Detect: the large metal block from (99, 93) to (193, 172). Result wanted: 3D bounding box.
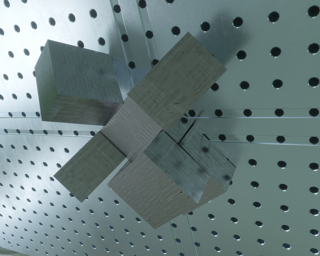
[{"bbox_3d":[-0.019,-0.001,0.405,0.080,0.050,0.080,44,129,-2],"label":"large metal block"}]

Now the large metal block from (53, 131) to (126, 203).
[{"bbox_3d":[-0.096,0.054,0.440,0.050,0.080,0.080,45,171,-2],"label":"large metal block"}]

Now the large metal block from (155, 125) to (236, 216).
[{"bbox_3d":[0.038,0.057,0.410,0.080,0.050,0.080,46,128,-2],"label":"large metal block"}]

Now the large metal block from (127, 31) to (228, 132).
[{"bbox_3d":[0.015,-0.043,0.322,0.050,0.080,0.080,44,89,-2],"label":"large metal block"}]

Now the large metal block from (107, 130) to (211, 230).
[{"bbox_3d":[-0.002,0.062,0.369,0.080,0.050,0.080,44,128,-4],"label":"large metal block"}]

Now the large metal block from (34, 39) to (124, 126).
[{"bbox_3d":[-0.099,-0.052,0.377,0.050,0.081,0.080,-44,54,39],"label":"large metal block"}]
